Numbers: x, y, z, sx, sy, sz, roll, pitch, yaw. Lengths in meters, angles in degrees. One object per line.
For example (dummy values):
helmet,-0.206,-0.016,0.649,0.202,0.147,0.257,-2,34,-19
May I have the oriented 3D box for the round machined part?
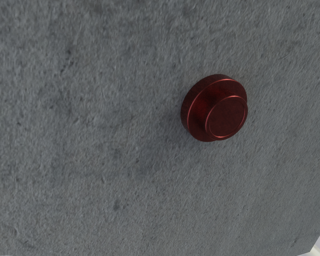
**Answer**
round machined part,0.082,-0.022,0.429,0.099,0.042,0.097,-14,125,-21
